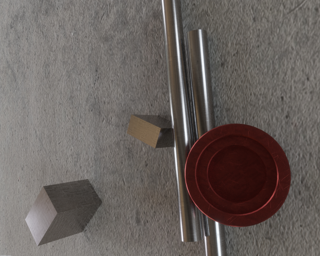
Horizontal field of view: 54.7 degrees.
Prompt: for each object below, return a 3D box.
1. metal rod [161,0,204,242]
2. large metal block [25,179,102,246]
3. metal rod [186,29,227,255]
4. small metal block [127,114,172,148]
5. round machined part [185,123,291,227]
[{"bbox_3d":[0.024,-0.024,0.367,0.025,0.025,0.298,-13,77,39],"label":"metal rod"},{"bbox_3d":[-0.153,0.132,0.492,0.050,0.081,0.080,49,119,28],"label":"large metal block"},{"bbox_3d":[0.055,0.036,0.358,0.025,0.025,0.298,-7,85,39],"label":"metal rod"},{"bbox_3d":[-0.004,0.003,0.390,0.050,0.050,0.025,25,106,37],"label":"small metal block"},{"bbox_3d":[0.078,0.046,0.314,0.098,0.042,0.097,-2,83,17],"label":"round machined part"}]
